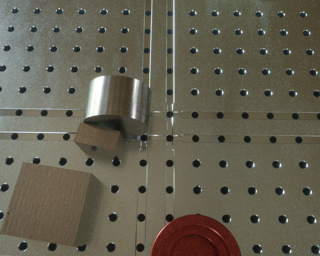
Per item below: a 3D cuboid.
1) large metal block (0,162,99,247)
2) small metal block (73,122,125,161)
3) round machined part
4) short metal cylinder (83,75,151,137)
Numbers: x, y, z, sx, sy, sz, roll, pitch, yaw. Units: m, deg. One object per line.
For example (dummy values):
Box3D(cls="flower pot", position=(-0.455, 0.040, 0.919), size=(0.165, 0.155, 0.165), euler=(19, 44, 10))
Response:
Box3D(cls="large metal block", position=(-0.124, 0.090, 0.364), size=(0.080, 0.050, 0.080), euler=(9, 70, 3))
Box3D(cls="small metal block", position=(-0.075, 0.018, 0.391), size=(0.050, 0.050, 0.025), euler=(13, 71, 5))
Box3D(cls="round machined part", position=(0.038, 0.149, 0.348), size=(0.099, 0.042, 0.098), euler=(0, 70, 0))
Box3D(cls="short metal cylinder", position=(-0.052, -0.025, 0.391), size=(0.080, 0.080, 0.050), euler=(3, 70, 1))
